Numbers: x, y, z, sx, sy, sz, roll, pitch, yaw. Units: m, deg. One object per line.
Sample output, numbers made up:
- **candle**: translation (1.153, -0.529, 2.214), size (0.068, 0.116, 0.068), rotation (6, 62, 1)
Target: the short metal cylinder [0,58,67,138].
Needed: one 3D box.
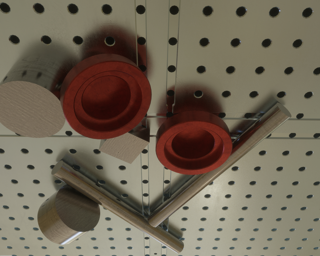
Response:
- **short metal cylinder**: translation (-0.146, -0.034, 0.364), size (0.081, 0.050, 0.079), rotation (0, 130, 0)

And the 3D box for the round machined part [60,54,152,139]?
- **round machined part**: translation (-0.063, -0.038, 0.352), size (0.099, 0.042, 0.097), rotation (-15, 129, -19)

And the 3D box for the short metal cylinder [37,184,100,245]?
- **short metal cylinder**: translation (-0.143, 0.135, 0.489), size (0.080, 0.080, 0.050), rotation (37, 121, -27)

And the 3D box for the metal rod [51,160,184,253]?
- **metal rod**: translation (-0.058, 0.147, 0.535), size (0.025, 0.025, 0.300), rotation (-32, 124, 24)

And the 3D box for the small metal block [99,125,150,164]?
- **small metal block**: translation (-0.049, 0.017, 0.425), size (0.050, 0.025, 0.050), rotation (26, 125, -21)

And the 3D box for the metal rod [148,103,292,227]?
- **metal rod**: translation (0.073, 0.071, 0.472), size (0.025, 0.025, 0.298), rotation (28, 125, -22)

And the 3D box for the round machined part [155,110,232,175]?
- **round machined part**: translation (0.043, 0.015, 0.413), size (0.099, 0.042, 0.097), rotation (0, 130, 0)
